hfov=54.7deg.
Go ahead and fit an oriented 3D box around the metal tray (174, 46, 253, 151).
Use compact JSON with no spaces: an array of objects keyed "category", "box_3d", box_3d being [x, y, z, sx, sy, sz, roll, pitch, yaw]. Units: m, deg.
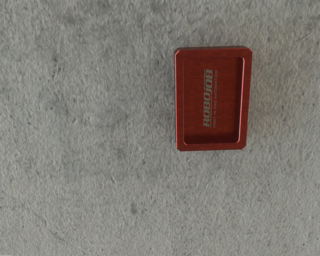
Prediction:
[{"category":"metal tray","box_3d":[0.065,-0.036,0.394,0.091,0.030,0.129,-2,110,0]}]
